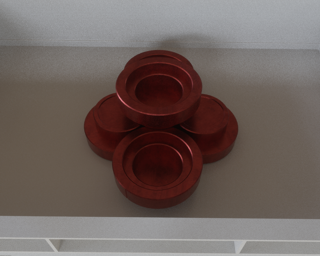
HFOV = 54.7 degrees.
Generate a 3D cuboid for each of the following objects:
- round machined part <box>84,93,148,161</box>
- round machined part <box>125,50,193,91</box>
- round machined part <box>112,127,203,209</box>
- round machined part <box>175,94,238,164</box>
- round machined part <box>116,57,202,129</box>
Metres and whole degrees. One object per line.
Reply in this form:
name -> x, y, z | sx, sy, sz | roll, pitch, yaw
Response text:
round machined part -> -0.048, -0.009, 0.398 | 0.099, 0.042, 0.098 | 0, 50, 0
round machined part -> -0.002, -0.066, 0.447 | 0.099, 0.042, 0.098 | 0, 50, 0
round machined part -> -0.003, 0.047, 0.352 | 0.099, 0.042, 0.098 | 0, 50, 0
round machined part -> 0.051, -0.006, 0.397 | 0.099, 0.042, 0.098 | 0, 50, 0
round machined part -> -0.001, -0.037, 0.368 | 0.099, 0.042, 0.098 | 0, 50, 0
